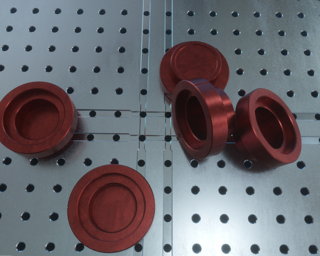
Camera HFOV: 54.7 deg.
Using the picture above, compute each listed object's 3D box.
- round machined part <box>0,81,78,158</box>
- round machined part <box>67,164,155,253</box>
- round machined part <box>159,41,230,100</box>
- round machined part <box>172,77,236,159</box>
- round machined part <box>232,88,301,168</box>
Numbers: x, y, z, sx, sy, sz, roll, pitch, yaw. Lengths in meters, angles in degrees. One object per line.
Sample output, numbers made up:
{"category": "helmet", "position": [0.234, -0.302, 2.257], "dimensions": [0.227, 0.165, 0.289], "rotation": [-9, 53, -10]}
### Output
{"category": "round machined part", "position": [-0.157, -0.008, 0.404], "dimensions": [0.099, 0.042, 0.098], "rotation": [0, 70, -1]}
{"category": "round machined part", "position": [-0.055, 0.095, 0.367], "dimensions": [0.099, 0.042, 0.098], "rotation": [0, 70, -1]}
{"category": "round machined part", "position": [0.048, -0.081, 0.433], "dimensions": [0.099, 0.042, 0.098], "rotation": [0, 70, -1]}
{"category": "round machined part", "position": [0.055, -0.014, 0.381], "dimensions": [0.042, 0.098, 0.098], "rotation": [-14, 70, -21]}
{"category": "round machined part", "position": [0.128, 0.003, 0.387], "dimensions": [0.099, 0.042, 0.098], "rotation": [17, 59, -31]}
